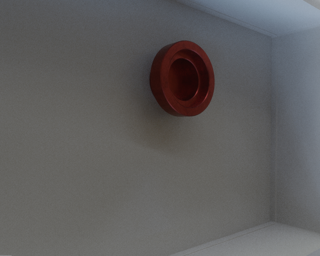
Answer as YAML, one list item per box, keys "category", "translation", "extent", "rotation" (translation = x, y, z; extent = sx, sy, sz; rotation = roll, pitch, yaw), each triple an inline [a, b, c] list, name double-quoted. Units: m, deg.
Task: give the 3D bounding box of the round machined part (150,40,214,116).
- category: "round machined part"
  translation: [0.025, -0.064, 0.415]
  extent: [0.099, 0.042, 0.097]
  rotation: [0, 90, -40]
